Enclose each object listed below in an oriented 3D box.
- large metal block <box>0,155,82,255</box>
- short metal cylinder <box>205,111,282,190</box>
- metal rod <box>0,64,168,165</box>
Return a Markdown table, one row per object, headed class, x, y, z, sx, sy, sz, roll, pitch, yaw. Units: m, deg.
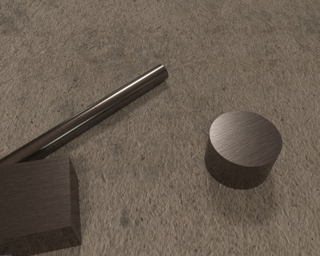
| class | x | y | z | sx | sy | sz | roll | pitch | yaw |
| --- | --- | --- | --- | --- | --- | --- | --- | --- | --- |
| large metal block | -0.128 | 0.081 | 0.318 | 0.081 | 0.050 | 0.080 | -9 | 51 | -8 |
| short metal cylinder | 0.096 | 0.026 | 0.367 | 0.081 | 0.050 | 0.080 | 0 | 50 | 0 |
| metal rod | -0.105 | -0.007 | 0.407 | 0.302 | 0.025 | 0.025 | -36 | 59 | -27 |
